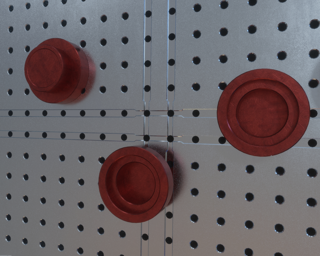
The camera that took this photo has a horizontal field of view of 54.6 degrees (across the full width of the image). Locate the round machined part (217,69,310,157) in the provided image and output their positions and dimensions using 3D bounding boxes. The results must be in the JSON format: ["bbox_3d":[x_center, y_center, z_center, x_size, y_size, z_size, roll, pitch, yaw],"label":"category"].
[{"bbox_3d":[0.119,-0.017,0.362,0.098,0.042,0.097,0,90,20],"label":"round machined part"}]

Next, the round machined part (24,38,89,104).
[{"bbox_3d":[-0.160,-0.085,0.461,0.098,0.042,0.097,0,90,20],"label":"round machined part"}]

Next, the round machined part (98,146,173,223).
[{"bbox_3d":[-0.029,0.072,0.414,0.098,0.042,0.097,0,90,20],"label":"round machined part"}]
